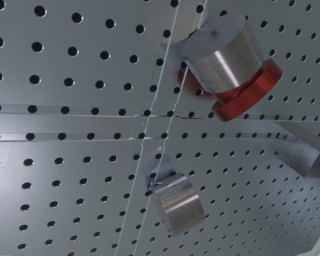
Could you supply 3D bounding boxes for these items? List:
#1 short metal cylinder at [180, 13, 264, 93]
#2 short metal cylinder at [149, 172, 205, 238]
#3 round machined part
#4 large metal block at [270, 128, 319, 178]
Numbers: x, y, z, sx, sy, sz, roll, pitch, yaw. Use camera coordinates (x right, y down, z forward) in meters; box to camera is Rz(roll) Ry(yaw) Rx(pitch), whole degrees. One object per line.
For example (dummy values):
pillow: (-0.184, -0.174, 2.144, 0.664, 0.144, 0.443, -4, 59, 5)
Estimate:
short metal cylinder: (0.071, -0.086, 0.357, 0.080, 0.080, 0.050, -41, 121, -1)
short metal cylinder: (0.024, 0.113, 0.458, 0.050, 0.080, 0.080, -24, 127, -14)
round machined part: (0.103, -0.056, 0.398, 0.098, 0.098, 0.042, -43, 95, 2)
large metal block: (0.260, 0.044, 0.545, 0.081, 0.080, 0.050, 6, 116, -31)
